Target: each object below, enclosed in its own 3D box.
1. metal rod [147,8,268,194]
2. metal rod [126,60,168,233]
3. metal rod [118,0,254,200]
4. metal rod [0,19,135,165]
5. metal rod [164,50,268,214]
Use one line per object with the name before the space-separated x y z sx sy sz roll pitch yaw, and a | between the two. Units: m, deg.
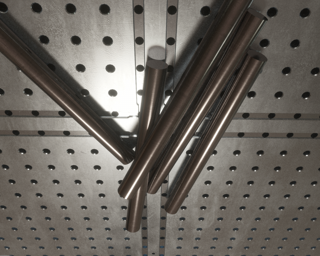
metal rod | 0.042 -0.010 0.403 0.025 0.025 0.298 17 128 -15
metal rod | -0.024 0.047 0.437 0.025 0.025 0.298 6 126 -6
metal rod | 0.020 -0.026 0.361 0.025 0.025 0.298 21 118 -17
metal rod | -0.128 -0.052 0.365 0.025 0.025 0.300 -27 126 21
metal rod | 0.063 0.028 0.436 0.025 0.025 0.298 13 129 -12
